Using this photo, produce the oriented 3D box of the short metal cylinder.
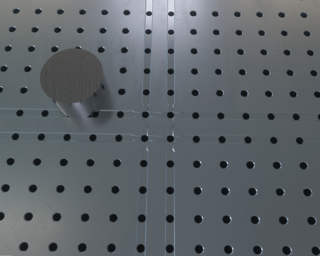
[{"bbox_3d":[-0.113,-0.059,0.420,0.080,0.050,0.080,0,70,0],"label":"short metal cylinder"}]
